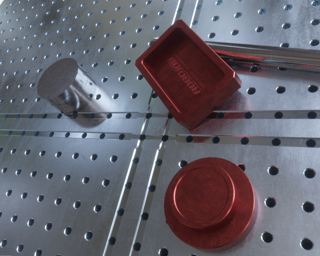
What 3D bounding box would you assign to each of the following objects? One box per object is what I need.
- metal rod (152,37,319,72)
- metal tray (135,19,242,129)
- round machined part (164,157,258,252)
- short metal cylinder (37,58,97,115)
[{"bbox_3d":[0.115,-0.097,0.406,0.300,0.025,0.025,16,70,34],"label":"metal rod"},{"bbox_3d":[0.033,-0.074,0.412,0.090,0.030,0.130,-42,57,12],"label":"metal tray"},{"bbox_3d":[0.049,0.075,0.325,0.098,0.042,0.098,-13,56,20],"label":"round machined part"},{"bbox_3d":[-0.153,-0.068,0.512,0.080,0.050,0.080,-13,56,20],"label":"short metal cylinder"}]
